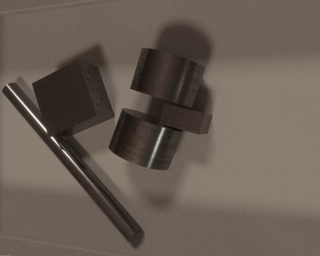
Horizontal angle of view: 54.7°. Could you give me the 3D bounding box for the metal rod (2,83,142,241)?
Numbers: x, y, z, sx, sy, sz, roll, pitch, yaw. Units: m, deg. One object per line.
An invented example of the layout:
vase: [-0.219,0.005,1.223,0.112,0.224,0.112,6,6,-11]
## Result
metal rod: [-0.136,0.041,0.456,0.300,0.025,0.025,45,104,14]

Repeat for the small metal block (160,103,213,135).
small metal block: [0.033,-0.011,0.385,0.050,0.050,0.025,16,95,19]

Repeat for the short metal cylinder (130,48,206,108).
short metal cylinder: [0.009,-0.060,0.377,0.080,0.080,0.050,19,97,18]

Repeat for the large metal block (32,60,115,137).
large metal block: [-0.122,-0.039,0.439,0.080,0.050,0.080,-22,83,18]

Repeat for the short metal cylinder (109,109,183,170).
short metal cylinder: [-0.017,0.013,0.387,0.080,0.080,0.050,23,98,18]
